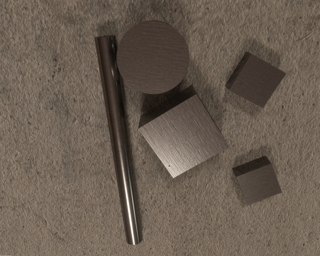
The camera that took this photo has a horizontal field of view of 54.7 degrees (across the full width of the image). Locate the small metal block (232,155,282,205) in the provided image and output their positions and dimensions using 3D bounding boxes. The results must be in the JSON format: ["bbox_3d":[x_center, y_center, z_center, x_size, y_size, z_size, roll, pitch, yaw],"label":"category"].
[{"bbox_3d":[0.137,0.074,0.439,0.050,0.025,0.050,-23,109,8],"label":"small metal block"}]

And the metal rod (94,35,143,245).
[{"bbox_3d":[-0.052,0.030,0.420,0.025,0.025,0.298,-5,110,1],"label":"metal rod"}]

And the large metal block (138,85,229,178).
[{"bbox_3d":[0.029,0.004,0.398,0.080,0.050,0.080,-31,108,10],"label":"large metal block"}]

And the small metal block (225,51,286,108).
[{"bbox_3d":[0.119,-0.061,0.389,0.050,0.025,0.050,26,108,-10],"label":"small metal block"}]

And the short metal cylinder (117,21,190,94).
[{"bbox_3d":[-0.008,-0.085,0.365,0.081,0.050,0.079,0,110,-1],"label":"short metal cylinder"}]
